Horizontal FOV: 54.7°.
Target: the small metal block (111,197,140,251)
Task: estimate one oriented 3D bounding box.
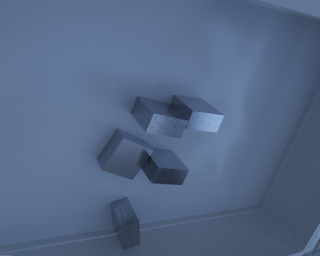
[{"bbox_3d":[-0.050,0.138,0.450,0.025,0.050,0.050,-13,124,-21],"label":"small metal block"}]

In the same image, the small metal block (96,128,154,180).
[{"bbox_3d":[-0.046,0.035,0.405,0.050,0.025,0.050,27,104,-37],"label":"small metal block"}]

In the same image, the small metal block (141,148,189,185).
[{"bbox_3d":[0.004,0.052,0.427,0.050,0.050,0.025,10,113,-33],"label":"small metal block"}]

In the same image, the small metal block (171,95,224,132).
[{"bbox_3d":[0.046,-0.019,0.406,0.050,0.050,0.025,6,116,-31],"label":"small metal block"}]

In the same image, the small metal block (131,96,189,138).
[{"bbox_3d":[-0.001,-0.014,0.383,0.050,0.050,0.025,11,113,-33],"label":"small metal block"}]
